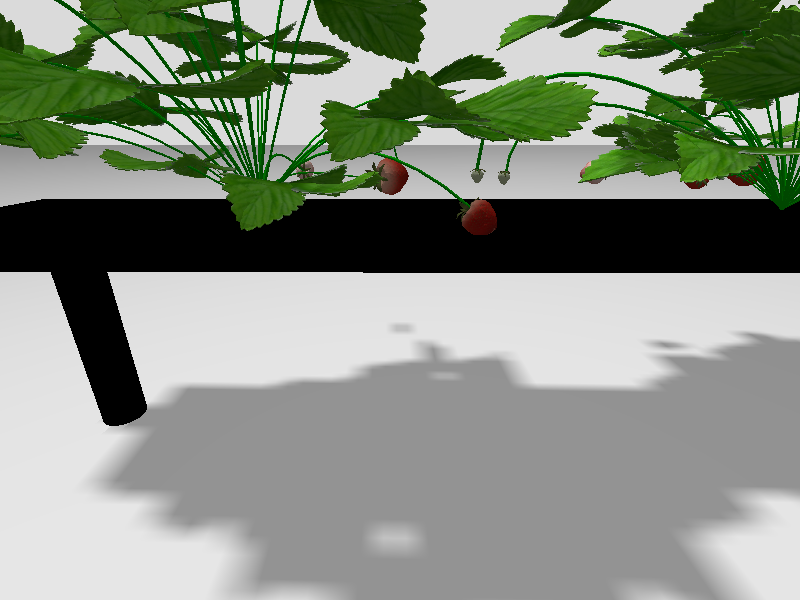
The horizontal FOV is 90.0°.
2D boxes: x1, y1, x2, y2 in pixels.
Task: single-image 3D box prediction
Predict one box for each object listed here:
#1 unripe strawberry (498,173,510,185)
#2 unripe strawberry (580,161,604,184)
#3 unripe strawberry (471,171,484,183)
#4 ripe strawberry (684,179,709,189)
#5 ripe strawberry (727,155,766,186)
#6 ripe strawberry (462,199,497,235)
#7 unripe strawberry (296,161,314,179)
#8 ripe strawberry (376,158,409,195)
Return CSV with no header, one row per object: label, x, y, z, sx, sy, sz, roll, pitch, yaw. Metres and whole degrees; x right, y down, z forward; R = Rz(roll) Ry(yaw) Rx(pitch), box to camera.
unripe strawberry,0.095,-0.111,0.366,0.011,0.011,0.010,3,23,7
unripe strawberry,0.245,-0.162,0.508,0.033,0.029,0.030,-10,14,-23
unripe strawberry,0.062,-0.099,0.322,0.010,0.010,0.011,-1,23,-3
ripe strawberry,0.352,-0.147,0.478,0.027,0.028,0.029,3,22,8
ripe strawberry,0.439,-0.166,0.510,0.038,0.040,0.041,13,20,28
ripe strawberry,0.050,-0.050,0.249,0.020,0.022,0.022,-33,-15,-53
unripe strawberry,-0.132,-0.183,0.559,0.025,0.028,0.027,-1,22,-3
ripe strawberry,-0.007,-0.134,0.435,0.039,0.038,0.036,-19,29,-39
